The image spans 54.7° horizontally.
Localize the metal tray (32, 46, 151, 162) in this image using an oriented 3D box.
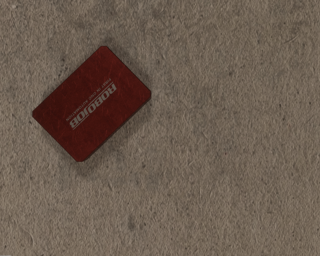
[{"bbox_3d":[-0.087,-0.031,0.406,0.130,0.030,0.090,-44,91,0],"label":"metal tray"}]
